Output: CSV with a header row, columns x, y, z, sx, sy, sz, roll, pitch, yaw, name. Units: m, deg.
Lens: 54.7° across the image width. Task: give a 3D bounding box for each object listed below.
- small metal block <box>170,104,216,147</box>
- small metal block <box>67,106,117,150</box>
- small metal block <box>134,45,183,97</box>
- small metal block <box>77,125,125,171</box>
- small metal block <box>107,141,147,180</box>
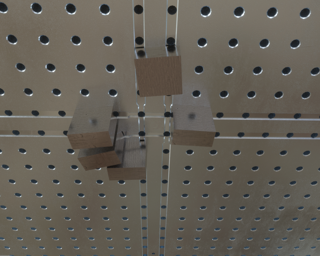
x,y,z,sx,sy,sz,roll,pitch,yaw,name
0.040,-0.004,0.393,0.050,0.050,0.025,4,130,-4,small metal block
-0.085,-0.001,0.393,0.050,0.050,0.025,-5,130,4,small metal block
-0.001,-0.065,0.357,0.050,0.025,0.050,-4,130,3,small metal block
-0.078,0.026,0.416,0.050,0.050,0.025,-12,129,10,small metal block
-0.045,0.045,0.433,0.050,0.050,0.025,-2,130,1,small metal block
